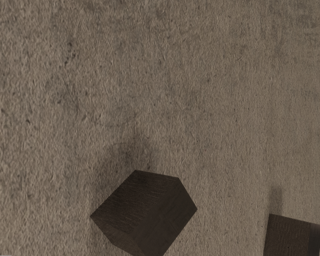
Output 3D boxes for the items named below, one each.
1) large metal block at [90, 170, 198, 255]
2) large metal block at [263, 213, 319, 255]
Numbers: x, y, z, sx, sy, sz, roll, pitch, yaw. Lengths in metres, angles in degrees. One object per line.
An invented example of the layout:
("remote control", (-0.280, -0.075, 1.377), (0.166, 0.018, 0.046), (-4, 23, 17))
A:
("large metal block", (-0.019, 0.097, 0.355), (0.080, 0.080, 0.050), (-45, 117, -31))
("large metal block", (0.249, 0.212, 0.583), (0.050, 0.080, 0.080), (21, 77, -39))
